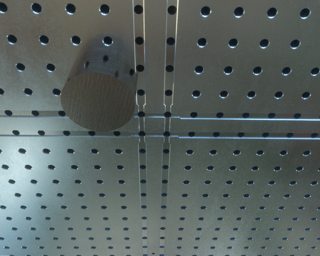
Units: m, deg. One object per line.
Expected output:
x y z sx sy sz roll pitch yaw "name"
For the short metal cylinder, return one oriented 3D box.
-0.068 -0.042 0.358 0.081 0.050 0.079 0 130 0 "short metal cylinder"
